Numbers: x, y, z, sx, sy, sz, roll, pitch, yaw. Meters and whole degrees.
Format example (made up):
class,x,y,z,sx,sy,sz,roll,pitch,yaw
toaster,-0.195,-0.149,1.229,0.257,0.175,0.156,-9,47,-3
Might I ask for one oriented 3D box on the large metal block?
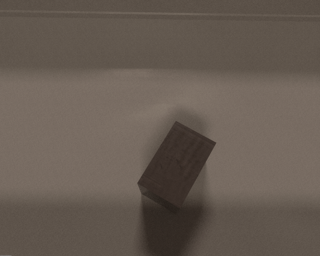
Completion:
class,x,y,z,sx,sy,sz,roll,pitch,yaw
large metal block,0.019,0.050,0.363,0.050,0.080,0.080,29,73,10
